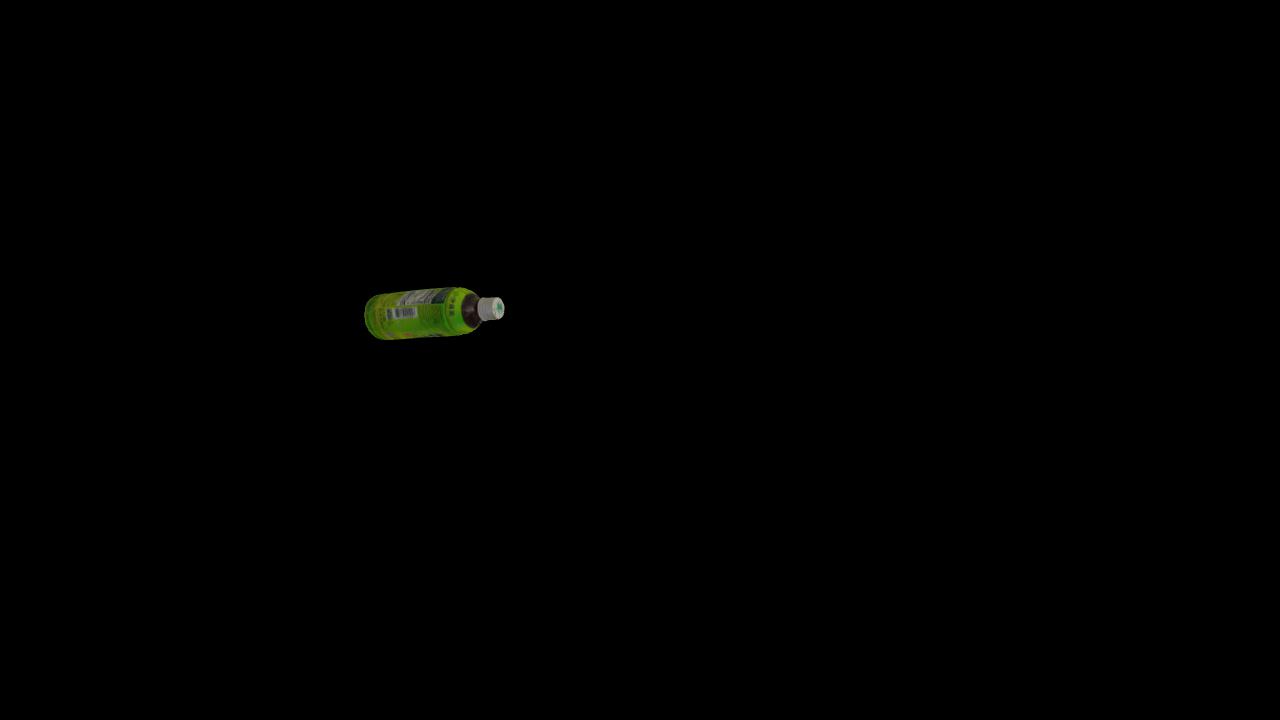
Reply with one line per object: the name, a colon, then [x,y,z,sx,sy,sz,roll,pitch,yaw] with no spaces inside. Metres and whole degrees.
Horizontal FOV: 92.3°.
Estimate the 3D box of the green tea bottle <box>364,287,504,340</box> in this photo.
green tea bottle: [-0.292,-0.067,0.880,0.212,0.073,0.073,-2,-1,23]
